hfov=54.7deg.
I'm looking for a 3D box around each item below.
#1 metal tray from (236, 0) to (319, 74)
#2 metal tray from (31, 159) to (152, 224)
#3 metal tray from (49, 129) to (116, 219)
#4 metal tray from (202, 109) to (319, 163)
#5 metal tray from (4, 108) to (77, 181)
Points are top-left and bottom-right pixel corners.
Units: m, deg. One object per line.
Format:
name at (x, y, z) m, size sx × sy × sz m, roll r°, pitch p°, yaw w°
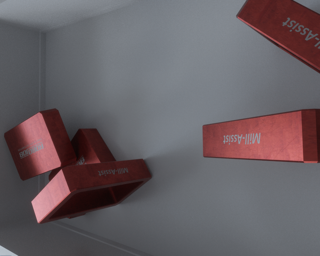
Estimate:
metal tray at (0.134, -0.061, 0.250) m, size 0.130 × 0.091 × 0.030 m, roll 47°, pitch 116°, yaw 31°
metal tray at (-0.085, 0.080, 0.406) m, size 0.090 × 0.131 × 0.030 m, roll -43°, pitch 64°, yaw 31°
metal tray at (-0.128, 0.074, 0.506) m, size 0.129 × 0.030 × 0.090 m, roll -51°, pitch 61°, yaw 27°
metal tray at (0.102, 0.009, 0.243) m, size 0.130 × 0.091 × 0.030 m, roll 169°, pitch 101°, yaw -70°
metal tray at (-0.202, 0.030, 0.514) m, size 0.130 × 0.030 × 0.090 m, roll -21°, pitch 90°, yaw 37°
